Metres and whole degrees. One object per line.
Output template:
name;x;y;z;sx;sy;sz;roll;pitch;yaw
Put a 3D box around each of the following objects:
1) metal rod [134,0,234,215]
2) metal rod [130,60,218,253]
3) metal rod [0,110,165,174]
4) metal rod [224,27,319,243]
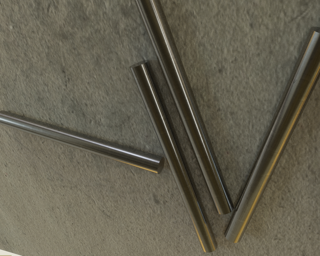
metal rod;0.036;-0.018;0.375;0.025;0.025;0.299;-10;114;32
metal rod;0.026;0.053;0.424;0.025;0.025;0.298;-8;115;31
metal rod;-0.136;0.017;0.486;0.301;0.025;0.025;15;124;19
metal rod;0.126;0.034;0.361;0.025;0.025;0.298;21;126;15
